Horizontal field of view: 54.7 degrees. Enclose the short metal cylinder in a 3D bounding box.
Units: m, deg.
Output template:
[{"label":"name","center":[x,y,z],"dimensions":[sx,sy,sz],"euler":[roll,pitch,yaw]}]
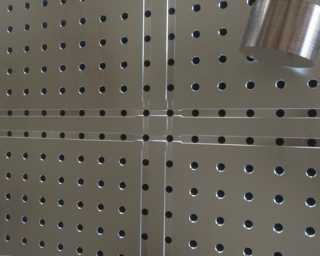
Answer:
[{"label":"short metal cylinder","center":[0.133,-0.101,0.336],"dimensions":[0.080,0.080,0.050],"euler":[17,96,19]}]
